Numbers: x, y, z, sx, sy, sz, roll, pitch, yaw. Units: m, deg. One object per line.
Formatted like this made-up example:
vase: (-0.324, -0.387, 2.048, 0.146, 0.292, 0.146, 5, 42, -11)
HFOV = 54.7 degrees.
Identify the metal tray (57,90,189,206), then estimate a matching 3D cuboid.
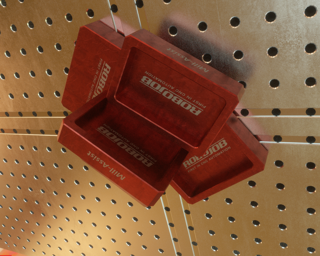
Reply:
metal tray: (-0.038, 0.018, 0.359, 0.130, 0.090, 0.030, 35, 129, 4)

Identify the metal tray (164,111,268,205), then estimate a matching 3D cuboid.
metal tray: (0.057, 0.038, 0.398, 0.090, 0.030, 0.129, 47, 129, -6)

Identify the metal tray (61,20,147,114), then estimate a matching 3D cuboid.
metal tray: (-0.073, -0.060, 0.407, 0.090, 0.030, 0.129, 33, 129, 5)

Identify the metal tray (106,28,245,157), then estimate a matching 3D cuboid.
metal tray: (0.012, -0.037, 0.338, 0.130, 0.030, 0.089, 31, 128, 7)

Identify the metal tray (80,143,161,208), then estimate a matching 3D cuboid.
metal tray: (-0.056, 0.058, 0.447, 0.130, 0.030, 0.090, 36, 154, 3)
